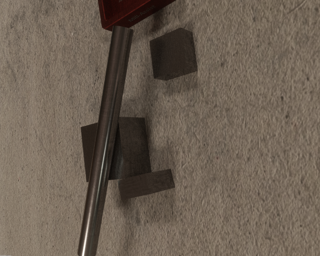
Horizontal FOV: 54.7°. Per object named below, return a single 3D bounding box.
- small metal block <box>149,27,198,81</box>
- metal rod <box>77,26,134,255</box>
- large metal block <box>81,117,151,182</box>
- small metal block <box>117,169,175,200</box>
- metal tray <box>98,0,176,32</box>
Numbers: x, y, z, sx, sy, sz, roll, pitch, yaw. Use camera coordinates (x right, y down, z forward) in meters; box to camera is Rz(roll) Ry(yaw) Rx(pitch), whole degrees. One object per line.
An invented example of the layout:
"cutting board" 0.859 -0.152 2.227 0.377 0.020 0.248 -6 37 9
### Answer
"small metal block" 0.016 -0.091 0.390 0.050 0.025 0.050 -11 83 39
"metal rod" -0.071 0.024 0.396 0.025 0.025 0.298 17 101 38
"large metal block" -0.063 0.031 0.438 0.080 0.050 0.080 -13 82 39
"small metal block" -0.017 0.073 0.401 0.050 0.050 0.025 -21 77 38
"metal tray" -0.033 -0.199 0.426 0.130 0.030 0.090 -16 80 38
